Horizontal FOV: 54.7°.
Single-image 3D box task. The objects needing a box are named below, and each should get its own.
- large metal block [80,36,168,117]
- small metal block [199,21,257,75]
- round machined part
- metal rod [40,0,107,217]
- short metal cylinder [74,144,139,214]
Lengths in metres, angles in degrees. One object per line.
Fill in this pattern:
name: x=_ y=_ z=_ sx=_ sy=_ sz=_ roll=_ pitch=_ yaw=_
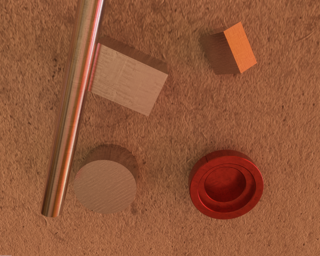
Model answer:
large metal block: x=-0.039 y=-0.063 z=0.357 sx=0.080 sy=0.080 sz=0.050 roll=23 pitch=108 yaw=-9
small metal block: x=0.078 y=-0.091 z=0.361 sx=0.025 sy=0.050 sz=0.050 roll=-34 pitch=109 yaw=-16
round machined part: x=0.088 y=0.074 z=0.429 sx=0.099 sy=0.042 sz=0.097 roll=0 pitch=110 yaw=-1
metal rod: x=-0.084 y=-0.039 z=0.308 sx=0.025 sy=0.025 sz=0.298 roll=15 pitch=110 yaw=-6
short metal cylinder: x=-0.071 y=0.068 z=0.421 sx=0.081 sy=0.050 sz=0.079 roll=0 pitch=110 yaw=-1
